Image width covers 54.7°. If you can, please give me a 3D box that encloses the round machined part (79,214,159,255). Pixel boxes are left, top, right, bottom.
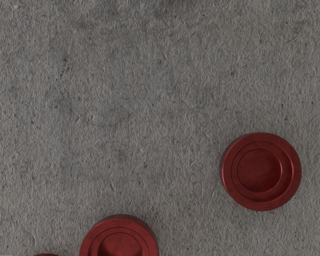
[{"bbox_3d":[-0.050,0.160,0.401,0.099,0.042,0.097,0,90,0],"label":"round machined part"}]

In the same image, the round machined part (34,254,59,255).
[{"bbox_3d":[-0.155,0.219,0.400,0.099,0.042,0.097,0,90,0],"label":"round machined part"}]

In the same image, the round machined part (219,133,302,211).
[{"bbox_3d":[0.126,0.054,0.402,0.099,0.042,0.097,0,90,0],"label":"round machined part"}]
